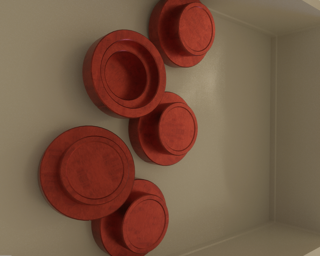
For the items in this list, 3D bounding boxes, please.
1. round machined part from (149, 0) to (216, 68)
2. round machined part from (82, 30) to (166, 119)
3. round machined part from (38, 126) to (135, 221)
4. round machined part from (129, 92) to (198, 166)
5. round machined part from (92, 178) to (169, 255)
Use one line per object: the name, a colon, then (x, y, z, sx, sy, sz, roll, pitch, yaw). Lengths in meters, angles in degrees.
round machined part: (0.037, -0.131, 0.418, 0.099, 0.042, 0.097, -8, 103, -38)
round machined part: (-0.044, -0.059, 0.357, 0.099, 0.042, 0.097, 1, 88, -38)
round machined part: (-0.071, 0.045, 0.318, 0.099, 0.042, 0.098, 7, 75, -26)
round machined part: (0.011, 0.001, 0.405, 0.099, 0.042, 0.097, 0, 90, -40)
round machined part: (-0.028, 0.110, 0.372, 0.099, 0.042, 0.097, 0, 90, -40)
